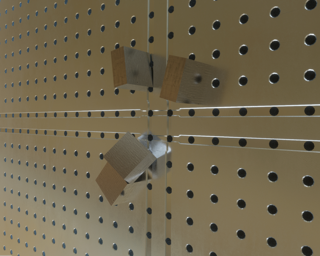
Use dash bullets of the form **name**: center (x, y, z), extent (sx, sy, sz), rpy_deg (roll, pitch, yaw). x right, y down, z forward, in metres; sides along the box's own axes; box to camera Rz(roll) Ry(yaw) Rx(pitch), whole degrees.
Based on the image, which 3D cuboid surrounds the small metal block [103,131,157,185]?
- **small metal block**: center (-0.042, 0.041, 0.430), extent (0.050, 0.025, 0.050), rpy_deg (-46, 57, -6)

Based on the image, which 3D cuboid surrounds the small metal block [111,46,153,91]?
- **small metal block**: center (-0.038, -0.080, 0.426), extent (0.025, 0.050, 0.050), rpy_deg (-10, 84, 40)

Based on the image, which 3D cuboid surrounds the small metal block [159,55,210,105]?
- **small metal block**: center (0.030, -0.056, 0.369), extent (0.025, 0.050, 0.050), rpy_deg (22, 104, 38)

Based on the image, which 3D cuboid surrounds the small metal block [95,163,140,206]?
- **small metal block**: center (-0.064, 0.079, 0.464), extent (0.050, 0.025, 0.050), rpy_deg (50, 120, 28)
